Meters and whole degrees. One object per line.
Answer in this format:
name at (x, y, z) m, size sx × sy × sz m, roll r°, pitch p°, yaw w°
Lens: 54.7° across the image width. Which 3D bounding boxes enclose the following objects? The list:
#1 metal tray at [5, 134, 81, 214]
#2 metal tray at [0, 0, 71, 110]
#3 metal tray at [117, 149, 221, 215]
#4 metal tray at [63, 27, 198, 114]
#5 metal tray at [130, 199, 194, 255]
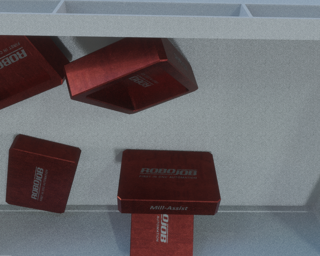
metal tray at (-0.177, 0.074, 0.466) m, size 0.091 × 0.030 × 0.129 m, roll 15°, pitch 129°, yaw -13°
metal tray at (-0.174, -0.070, 0.330) m, size 0.130 × 0.030 × 0.090 m, roll -16°, pitch 129°, yaw 24°
metal tray at (0.011, 0.073, 0.428) m, size 0.131 × 0.090 × 0.030 m, roll 2°, pitch 130°, yaw -2°
metal tray at (-0.020, -0.048, 0.311) m, size 0.090 × 0.030 × 0.130 m, roll -19°, pitch 171°, yaw 16°
metal tray at (0.003, 0.127, 0.462) m, size 0.091 × 0.030 × 0.129 m, roll 2°, pitch 87°, yaw -2°
